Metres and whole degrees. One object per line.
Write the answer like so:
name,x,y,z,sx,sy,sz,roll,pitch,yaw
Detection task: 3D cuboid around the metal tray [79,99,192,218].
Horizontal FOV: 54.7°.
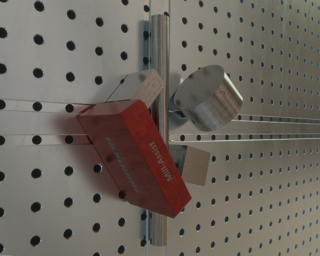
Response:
metal tray,-0.028,0.034,0.344,0.030,0.090,0.129,-40,115,-33

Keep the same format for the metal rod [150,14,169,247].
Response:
metal rod,-0.001,0.003,0.410,0.025,0.025,0.298,0,90,-40

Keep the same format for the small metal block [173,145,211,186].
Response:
small metal block,0.043,0.054,0.449,0.050,0.025,0.050,19,78,-39

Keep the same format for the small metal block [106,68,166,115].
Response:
small metal block,-0.029,-0.042,0.369,0.025,0.050,0.050,49,61,-29

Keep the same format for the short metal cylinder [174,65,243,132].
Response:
short metal cylinder,0.067,-0.041,0.431,0.050,0.080,0.080,46,63,-31
